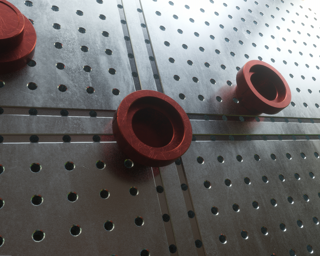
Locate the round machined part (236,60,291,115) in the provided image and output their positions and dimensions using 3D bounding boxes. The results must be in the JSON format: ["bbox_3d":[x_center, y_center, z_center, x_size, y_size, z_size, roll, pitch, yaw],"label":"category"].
[{"bbox_3d":[0.169,-0.064,0.527,0.099,0.042,0.098,13,56,-21],"label":"round machined part"}]

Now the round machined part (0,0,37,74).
[{"bbox_3d":[-0.197,-0.115,0.361,0.099,0.042,0.098,13,56,-21],"label":"round machined part"}]

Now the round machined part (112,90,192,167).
[{"bbox_3d":[-0.013,0.004,0.388,0.099,0.042,0.098,13,56,-21],"label":"round machined part"}]
